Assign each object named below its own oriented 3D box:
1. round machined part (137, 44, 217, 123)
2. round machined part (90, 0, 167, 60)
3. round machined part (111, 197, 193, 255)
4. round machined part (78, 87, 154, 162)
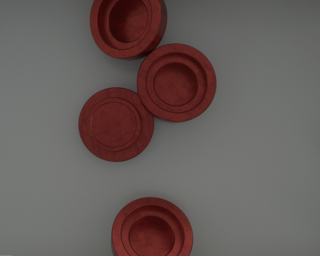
[{"bbox_3d":[0.019,-0.055,0.399,0.099,0.042,0.097,0,86,-5],"label":"round machined part"},{"bbox_3d":[-0.036,-0.134,0.391,0.098,0.042,0.097,2,96,24],"label":"round machined part"},{"bbox_3d":[-0.011,0.140,0.386,0.099,0.042,0.098,6,47,-7],"label":"round machined part"},{"bbox_3d":[-0.057,-0.004,0.402,0.099,0.042,0.097,0,90,0],"label":"round machined part"}]
